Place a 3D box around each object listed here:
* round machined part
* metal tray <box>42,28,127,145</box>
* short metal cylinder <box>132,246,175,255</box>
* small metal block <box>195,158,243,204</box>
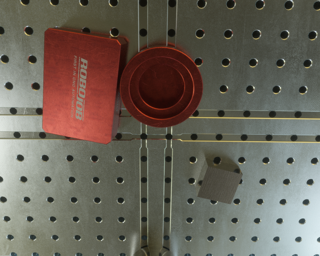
[{"bbox_3d":[0.002,-0.053,0.385,0.099,0.042,0.097,0,110,-1],"label":"round machined part"},{"bbox_3d":[-0.095,-0.051,0.384,0.090,0.030,0.129,11,110,4],"label":"metal tray"},{"bbox_3d":[-0.011,0.236,0.487,0.081,0.050,0.079,0,110,0],"label":"short metal cylinder"},{"bbox_3d":[0.083,0.076,0.442,0.050,0.025,0.050,14,110,-5],"label":"small metal block"}]
